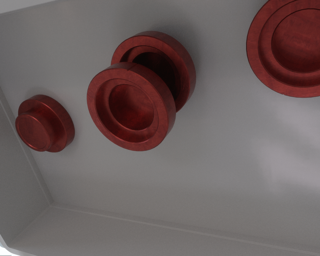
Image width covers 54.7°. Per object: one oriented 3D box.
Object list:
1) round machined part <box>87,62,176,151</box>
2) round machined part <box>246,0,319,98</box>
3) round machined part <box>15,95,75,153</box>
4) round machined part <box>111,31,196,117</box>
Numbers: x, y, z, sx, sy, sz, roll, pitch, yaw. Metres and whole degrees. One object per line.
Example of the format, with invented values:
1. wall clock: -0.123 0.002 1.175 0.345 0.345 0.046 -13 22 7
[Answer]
1. round machined part: -0.027 -0.026 0.342 0.098 0.042 0.097 13 125 20
2. round machined part: 0.132 -0.080 0.279 0.098 0.042 0.097 13 124 21
3. round machined part: -0.191 -0.001 0.498 0.098 0.042 0.097 13 124 21
4. round machined part: -0.004 -0.064 0.360 0.098 0.042 0.097 13 124 21
